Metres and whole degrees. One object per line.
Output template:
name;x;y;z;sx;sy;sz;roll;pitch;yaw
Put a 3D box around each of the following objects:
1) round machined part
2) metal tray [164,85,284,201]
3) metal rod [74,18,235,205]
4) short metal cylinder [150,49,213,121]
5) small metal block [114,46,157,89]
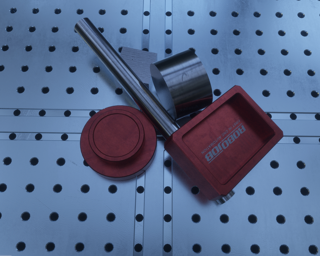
round machined part;-0.053;0.015;0.396;0.099;0.042;0.098;0;70;-1
metal tray;0.081;0.014;0.382;0.131;0.030;0.090;-37;81;-28
metal rod;-0.011;-0.027;0.404;0.025;0.025;0.300;-38;83;-13
short metal cylinder;0.027;-0.055;0.403;0.050;0.080;0.080;-24;72;-9
small metal block;-0.034;-0.084;0.442;0.050;0.025;0.050;13;70;4
